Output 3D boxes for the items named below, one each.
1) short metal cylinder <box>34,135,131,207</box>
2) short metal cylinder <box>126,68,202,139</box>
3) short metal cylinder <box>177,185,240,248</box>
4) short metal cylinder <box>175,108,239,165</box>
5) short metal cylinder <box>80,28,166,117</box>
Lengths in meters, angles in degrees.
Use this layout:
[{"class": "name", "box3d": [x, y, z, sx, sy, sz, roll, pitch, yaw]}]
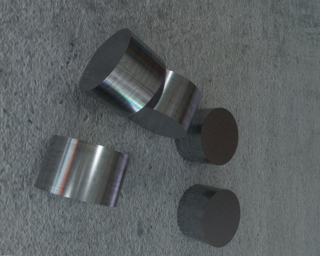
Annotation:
[{"class": "short metal cylinder", "box3d": [-0.075, 0.043, 0.306, 0.080, 0.080, 0.050, 24, 75, -38]}, {"class": "short metal cylinder", "box3d": [0.003, -0.028, 0.371, 0.080, 0.080, 0.050, 36, 68, -34]}, {"class": "short metal cylinder", "box3d": [0.071, 0.125, 0.448, 0.081, 0.050, 0.080, 0, 90, -40]}, {"class": "short metal cylinder", "box3d": [0.068, 0.011, 0.445, 0.081, 0.050, 0.080, 0, 90, -40]}, {"class": "short metal cylinder", "box3d": [-0.040, -0.059, 0.334, 0.050, 0.080, 0.080, 36, 68, -33]}]
